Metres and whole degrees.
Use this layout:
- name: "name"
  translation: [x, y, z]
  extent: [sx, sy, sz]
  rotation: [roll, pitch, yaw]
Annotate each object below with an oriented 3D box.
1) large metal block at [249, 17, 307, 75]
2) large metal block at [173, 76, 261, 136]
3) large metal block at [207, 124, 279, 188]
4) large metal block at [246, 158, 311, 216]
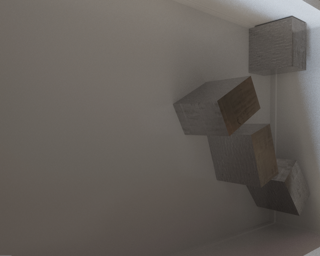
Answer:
- name: "large metal block"
  translation: [0.204, -0.138, 0.541]
  extent: [0.050, 0.080, 0.080]
  rotation: [1, 90, -40]
- name: "large metal block"
  translation: [0.080, -0.031, 0.438]
  extent: [0.081, 0.080, 0.050]
  rotation: [-35, 112, -34]
- name: "large metal block"
  translation: [0.126, 0.039, 0.477]
  extent: [0.050, 0.080, 0.080]
  rotation: [-24, 105, -38]
- name: "large metal block"
  translation: [0.202, 0.099, 0.540]
  extent: [0.050, 0.080, 0.080]
  rotation: [-46, 118, -30]
